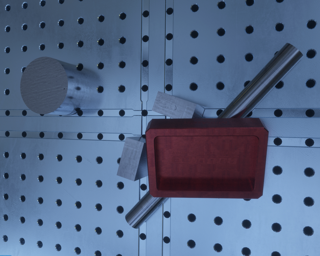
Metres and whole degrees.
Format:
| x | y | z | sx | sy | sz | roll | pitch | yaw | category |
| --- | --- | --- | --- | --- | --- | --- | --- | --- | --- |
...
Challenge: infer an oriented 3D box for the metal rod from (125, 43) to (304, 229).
| x | y | z | sx | sy | sz | roll | pitch | yaw | category |
| --- | --- | --- | --- | --- | --- | --- | --- | --- | --- |
| 0.059 | 0.019 | 0.391 | 0.025 | 0.025 | 0.299 | 45 | 103 | 14 | metal rod |

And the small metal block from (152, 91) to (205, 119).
| x | y | z | sx | sy | sz | roll | pitch | yaw | category |
| --- | --- | --- | --- | --- | --- | --- | --- | --- | --- |
| 0.025 | -0.025 | 0.390 | 0.050 | 0.050 | 0.025 | 21 | 97 | 18 | small metal block |

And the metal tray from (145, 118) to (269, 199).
| x | y | z | sx | sy | sz | roll | pitch | yaw | category |
| --- | --- | --- | --- | --- | --- | --- | --- | --- | --- |
| 0.052 | 0.036 | 0.358 | 0.131 | 0.030 | 0.089 | 0 | 112 | 5 | metal tray |

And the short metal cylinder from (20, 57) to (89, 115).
| x | y | z | sx | sy | sz | roll | pitch | yaw | category |
| --- | --- | --- | --- | --- | --- | --- | --- | --- | --- |
| -0.153 | -0.059 | 0.452 | 0.080 | 0.050 | 0.079 | 0 | 90 | 19 | short metal cylinder |

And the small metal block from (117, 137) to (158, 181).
| x | y | z | sx | sy | sz | roll | pitch | yaw | category |
| --- | --- | --- | --- | --- | --- | --- | --- | --- | --- |
| -0.029 | 0.039 | 0.409 | 0.025 | 0.050 | 0.050 | 16 | 95 | 19 | small metal block |
